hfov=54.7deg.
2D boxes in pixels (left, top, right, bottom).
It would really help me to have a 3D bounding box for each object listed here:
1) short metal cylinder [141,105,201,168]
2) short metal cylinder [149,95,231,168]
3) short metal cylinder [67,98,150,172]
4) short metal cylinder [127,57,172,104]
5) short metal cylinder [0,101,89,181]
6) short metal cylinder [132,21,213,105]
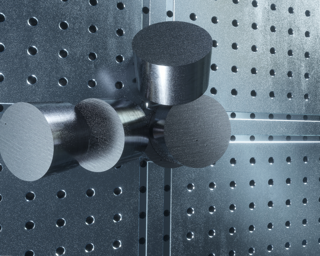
[{"bbox_3d":[0.007,0.009,0.401,0.081,0.050,0.079,0,90,-20],"label":"short metal cylinder"},{"bbox_3d":[0.033,0.003,0.356,0.081,0.050,0.079,0,90,-20],"label":"short metal cylinder"},{"bbox_3d":[-0.059,0.006,0.354,0.050,0.080,0.079,-11,95,-61],"label":"short metal cylinder"},{"bbox_3d":[0.002,-0.071,0.399,0.081,0.050,0.079,0,90,-20],"label":"short metal cylinder"},{"bbox_3d":[-0.124,0.011,0.331,0.050,0.080,0.079,-12,96,-62],"label":"short metal cylinder"},{"bbox_3d":[0.013,-0.070,0.327,0.081,0.080,0.050,-25,142,-18],"label":"short metal cylinder"}]
